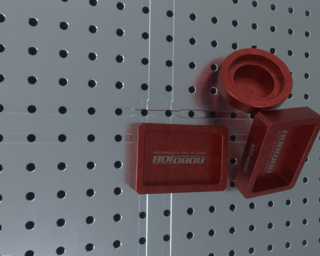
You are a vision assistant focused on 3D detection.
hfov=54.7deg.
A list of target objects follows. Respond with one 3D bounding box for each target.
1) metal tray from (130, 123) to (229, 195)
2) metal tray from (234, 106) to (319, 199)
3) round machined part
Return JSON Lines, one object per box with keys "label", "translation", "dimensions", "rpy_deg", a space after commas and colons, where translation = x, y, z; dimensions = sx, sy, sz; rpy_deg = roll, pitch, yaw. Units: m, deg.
{"label": "metal tray", "translation": [0.028, 0.040, 0.419], "dimensions": [0.131, 0.030, 0.089], "rpy_deg": [2, 89, -20]}
{"label": "metal tray", "translation": [0.163, 0.036, 0.435], "dimensions": [0.091, 0.030, 0.129], "rpy_deg": [-6, 125, -20]}
{"label": "round machined part", "translation": [0.129, -0.061, 0.436], "dimensions": [0.099, 0.042, 0.098], "rpy_deg": [1, 63, -3]}
